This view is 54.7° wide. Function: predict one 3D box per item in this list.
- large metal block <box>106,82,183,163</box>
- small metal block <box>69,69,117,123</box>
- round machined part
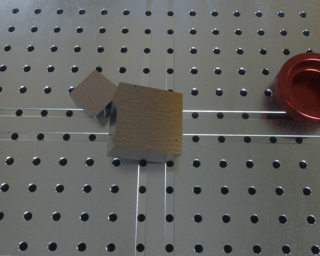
[{"bbox_3d":[-0.019,-0.004,0.387,0.081,0.050,0.080,8,69,-17],"label":"large metal block"},{"bbox_3d":[-0.086,-0.044,0.427,0.050,0.025,0.050,38,74,13],"label":"small metal block"},{"bbox_3d":[0.204,-0.050,0.422,0.099,0.042,0.098,0,70,0],"label":"round machined part"}]
